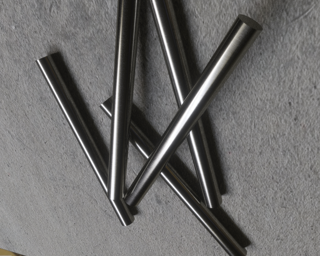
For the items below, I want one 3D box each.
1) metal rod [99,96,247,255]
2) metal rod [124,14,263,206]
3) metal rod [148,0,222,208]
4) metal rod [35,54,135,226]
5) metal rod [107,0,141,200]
[{"bbox_3d":[0.023,0.076,0.441,0.025,0.025,0.300,-34,100,38],"label":"metal rod"},{"bbox_3d":[0.019,0.006,0.366,0.025,0.025,0.298,35,129,5],"label":"metal rod"},{"bbox_3d":[0.034,-0.028,0.371,0.025,0.025,0.298,-3,117,30],"label":"metal rod"},{"bbox_3d":[-0.108,0.031,0.483,0.025,0.025,0.299,-9,114,32],"label":"metal rod"},{"bbox_3d":[-0.046,-0.036,0.383,0.025,0.025,0.298,17,118,18],"label":"metal rod"}]
